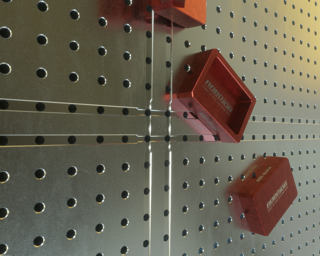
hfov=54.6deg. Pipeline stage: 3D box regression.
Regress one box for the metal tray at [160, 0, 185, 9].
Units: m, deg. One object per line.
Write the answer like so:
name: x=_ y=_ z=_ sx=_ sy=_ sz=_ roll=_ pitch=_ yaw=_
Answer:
metal tray: x=0.016 y=-0.215 z=0.375 sx=0.030 sy=0.090 sz=0.129 roll=0 pitch=94 yaw=2

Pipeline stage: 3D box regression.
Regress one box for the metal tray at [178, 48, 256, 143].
metal tray: x=0.093 y=-0.047 z=0.482 sx=0.130 sy=0.030 sz=0.090 roll=41 pitch=65 yaw=-32

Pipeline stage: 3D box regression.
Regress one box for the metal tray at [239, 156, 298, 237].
metal tray: x=0.205 y=0.123 z=0.576 sx=0.131 sy=0.030 sz=0.090 roll=-34 pitch=111 yaw=-34

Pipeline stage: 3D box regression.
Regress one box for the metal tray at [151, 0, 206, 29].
metal tray: x=0.028 y=-0.210 z=0.413 sx=0.091 sy=0.030 sz=0.129 roll=0 pitch=90 yaw=-54
